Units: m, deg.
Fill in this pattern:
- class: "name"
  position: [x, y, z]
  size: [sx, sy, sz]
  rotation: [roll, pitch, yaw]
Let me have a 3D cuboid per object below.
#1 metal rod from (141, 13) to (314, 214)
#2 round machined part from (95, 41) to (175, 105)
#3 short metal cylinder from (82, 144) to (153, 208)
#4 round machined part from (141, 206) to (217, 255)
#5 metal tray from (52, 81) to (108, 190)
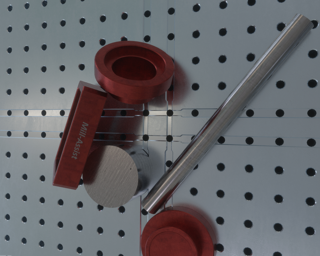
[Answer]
- class: "metal rod"
  position: [0.075, -0.008, 0.386]
  size: [0.025, 0.025, 0.299]
  rotation: [41, 103, 15]
- class: "round machined part"
  position: [-0.034, -0.068, 0.396]
  size: [0.098, 0.099, 0.042]
  rotation: [30, 137, 17]
- class: "short metal cylinder"
  position: [-0.056, 0.062, 0.419]
  size: [0.080, 0.050, 0.079]
  rotation: [0, 90, 20]
- class: "round machined part"
  position: [0.020, 0.154, 0.396]
  size: [0.098, 0.042, 0.097]
  rotation: [0, 90, 19]
- class: "metal tray"
  position: [-0.110, 0.005, 0.417]
  size: [0.030, 0.090, 0.129]
  rotation: [17, 97, -21]
